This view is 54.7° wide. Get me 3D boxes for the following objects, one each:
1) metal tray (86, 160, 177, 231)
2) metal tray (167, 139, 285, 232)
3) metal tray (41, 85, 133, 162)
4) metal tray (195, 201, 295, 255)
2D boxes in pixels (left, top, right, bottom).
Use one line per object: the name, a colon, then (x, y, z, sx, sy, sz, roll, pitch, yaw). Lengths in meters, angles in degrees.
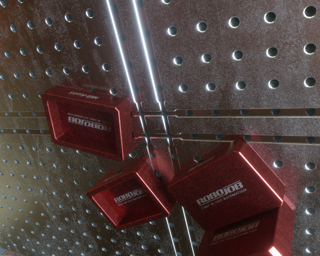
metal tray: (-0.049, 0.113, 0.501, 0.130, 0.030, 0.090, -29, 103, 37)
metal tray: (0.084, 0.081, 0.413, 0.090, 0.030, 0.129, 48, 128, -6)
metal tray: (-0.106, -0.008, 0.456, 0.130, 0.030, 0.089, 12, 124, 21)
metal tray: (0.106, 0.148, 0.403, 0.030, 0.090, 0.129, 48, 128, -6)
